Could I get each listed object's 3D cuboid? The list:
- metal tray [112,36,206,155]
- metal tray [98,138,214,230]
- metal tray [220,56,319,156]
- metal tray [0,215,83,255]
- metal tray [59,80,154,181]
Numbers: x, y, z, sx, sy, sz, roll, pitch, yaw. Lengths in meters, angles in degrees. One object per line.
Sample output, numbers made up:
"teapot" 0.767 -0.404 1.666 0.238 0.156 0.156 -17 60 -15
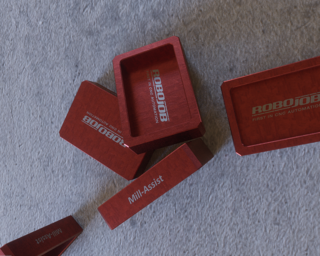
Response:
"metal tray" -0.004 -0.042 0.377 0.090 0.030 0.130 -16 64 11
"metal tray" -0.002 0.064 0.373 0.130 0.090 0.030 -38 81 16
"metal tray" 0.144 -0.024 0.355 0.130 0.030 0.090 -13 86 19
"metal tray" -0.172 0.173 0.412 0.030 0.130 0.090 45 104 14
"metal tray" -0.067 0.001 0.429 0.130 0.030 0.090 30 99 17
